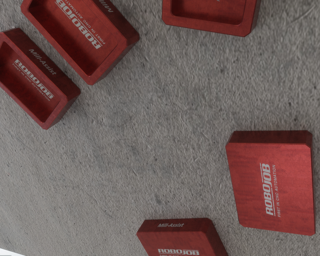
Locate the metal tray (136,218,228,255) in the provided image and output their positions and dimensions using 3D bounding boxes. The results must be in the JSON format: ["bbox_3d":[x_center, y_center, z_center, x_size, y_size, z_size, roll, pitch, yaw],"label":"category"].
[{"bbox_3d":[0.035,0.192,0.504,0.130,0.030,0.090,-13,112,33],"label":"metal tray"}]

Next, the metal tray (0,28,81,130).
[{"bbox_3d":[-0.190,-0.070,0.460,0.130,0.030,0.090,46,129,-4],"label":"metal tray"}]

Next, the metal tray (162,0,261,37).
[{"bbox_3d":[0.051,-0.156,0.279,0.090,0.030,0.129,16,125,19],"label":"metal tray"}]

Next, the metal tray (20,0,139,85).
[{"bbox_3d":[-0.099,-0.128,0.376,0.130,0.030,0.090,48,129,-6],"label":"metal tray"}]

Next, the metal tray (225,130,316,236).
[{"bbox_3d":[0.136,0.066,0.373,0.090,0.030,0.129,-1,118,28],"label":"metal tray"}]
